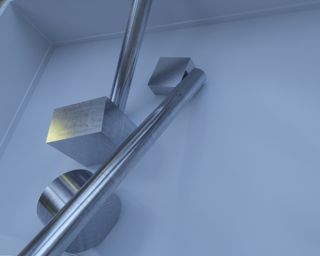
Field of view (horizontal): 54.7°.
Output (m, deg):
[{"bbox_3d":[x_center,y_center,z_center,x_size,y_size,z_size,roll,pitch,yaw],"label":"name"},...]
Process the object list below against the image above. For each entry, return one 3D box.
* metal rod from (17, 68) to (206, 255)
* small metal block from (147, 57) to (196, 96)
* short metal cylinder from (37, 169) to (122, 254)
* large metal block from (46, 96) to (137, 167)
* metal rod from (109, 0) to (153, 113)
[{"bbox_3d":[-0.023,0.017,0.326,0.025,0.025,0.301,9,41,32],"label":"metal rod"},{"bbox_3d":[0.017,-0.073,0.440,0.050,0.025,0.050,9,66,31],"label":"small metal block"},{"bbox_3d":[-0.092,0.095,0.359,0.050,0.080,0.080,31,79,37],"label":"short metal cylinder"},{"bbox_3d":[-0.086,0.008,0.409,0.080,0.080,0.050,-11,57,22],"label":"large metal block"},{"bbox_3d":[-0.029,-0.146,0.411,0.025,0.025,0.298,27,108,37],"label":"metal rod"}]
